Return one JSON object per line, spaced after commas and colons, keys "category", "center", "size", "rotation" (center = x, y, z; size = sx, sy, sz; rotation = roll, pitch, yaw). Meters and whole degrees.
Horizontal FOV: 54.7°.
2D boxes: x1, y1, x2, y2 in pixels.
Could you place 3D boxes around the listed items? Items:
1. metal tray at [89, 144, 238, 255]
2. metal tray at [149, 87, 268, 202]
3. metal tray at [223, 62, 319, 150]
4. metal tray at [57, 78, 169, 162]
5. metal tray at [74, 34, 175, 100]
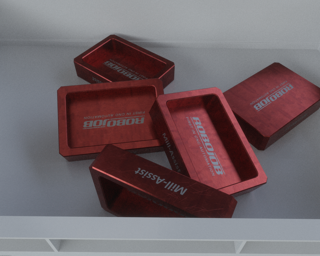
{"category": "metal tray", "center": [0.000, 0.074, 0.300], "size": [0.130, 0.089, 0.030], "rotation": [21, 53, 16]}
{"category": "metal tray", "center": [0.052, 0.018, 0.353], "size": [0.091, 0.030, 0.130], "rotation": [-11, 65, -26]}
{"category": "metal tray", "center": [0.154, -0.035, 0.434], "size": [0.131, 0.030, 0.090], "rotation": [-31, 57, -24]}
{"category": "metal tray", "center": [-0.058, -0.011, 0.389], "size": [0.131, 0.030, 0.090], "rotation": [-6, 73, -6]}
{"category": "metal tray", "center": [-0.054, -0.090, 0.476], "size": [0.130, 0.030, 0.090], "rotation": [30, 56, 22]}
